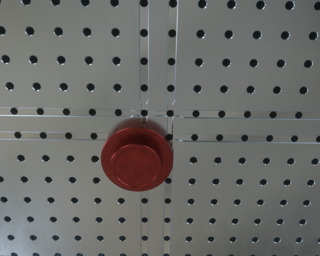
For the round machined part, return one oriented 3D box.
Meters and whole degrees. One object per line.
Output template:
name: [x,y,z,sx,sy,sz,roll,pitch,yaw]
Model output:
round machined part: [-0.031,0.045,0.420,0.099,0.042,0.097,0,110,0]
